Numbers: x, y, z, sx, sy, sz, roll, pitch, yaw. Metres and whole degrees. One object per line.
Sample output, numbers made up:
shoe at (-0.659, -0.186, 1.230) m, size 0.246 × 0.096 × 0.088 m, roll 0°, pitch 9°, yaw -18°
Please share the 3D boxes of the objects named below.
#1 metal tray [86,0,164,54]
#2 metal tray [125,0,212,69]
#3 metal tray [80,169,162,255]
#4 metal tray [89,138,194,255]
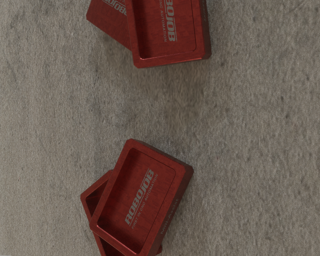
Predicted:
metal tray at (-0.045, -0.170, 0.437) m, size 0.130 × 0.030 × 0.089 m, roll 41°, pitch 114°, yaw 32°
metal tray at (0.007, -0.141, 0.363) m, size 0.090 × 0.030 × 0.129 m, roll -4°, pitch 99°, yaw 24°
metal tray at (-0.061, 0.135, 0.449) m, size 0.090 × 0.030 × 0.130 m, roll -40°, pitch 66°, yaw 32°
metal tray at (-0.025, 0.089, 0.392) m, size 0.090 × 0.030 × 0.129 m, roll 25°, pitch 92°, yaw 27°
